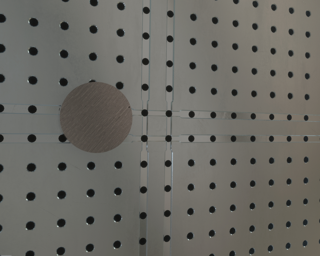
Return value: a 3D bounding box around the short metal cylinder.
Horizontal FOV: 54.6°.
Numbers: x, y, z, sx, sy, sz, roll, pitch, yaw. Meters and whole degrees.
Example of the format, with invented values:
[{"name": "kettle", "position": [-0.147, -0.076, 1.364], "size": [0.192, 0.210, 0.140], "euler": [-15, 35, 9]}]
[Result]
[{"name": "short metal cylinder", "position": [-0.078, -0.012, 0.370], "size": [0.081, 0.050, 0.080], "euler": [0, 90, -20]}]
